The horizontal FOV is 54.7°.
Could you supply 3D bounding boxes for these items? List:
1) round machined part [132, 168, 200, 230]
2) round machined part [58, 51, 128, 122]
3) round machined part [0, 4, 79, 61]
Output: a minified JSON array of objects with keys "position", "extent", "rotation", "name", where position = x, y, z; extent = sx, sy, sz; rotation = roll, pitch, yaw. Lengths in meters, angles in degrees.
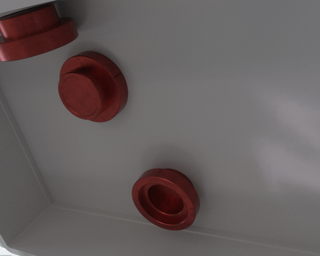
[{"position":[0.012,0.098,0.452],"extent":[0.098,0.042,0.097],"rotation":[13,124,21],"name":"round machined part"},{"position":[-0.096,-0.050,0.418],"extent":[0.098,0.042,0.097],"rotation":[13,124,21],"name":"round machined part"},{"position":[-0.152,-0.117,0.368],"extent":[0.098,0.098,0.042],"rotation":[2,124,27],"name":"round machined part"}]
